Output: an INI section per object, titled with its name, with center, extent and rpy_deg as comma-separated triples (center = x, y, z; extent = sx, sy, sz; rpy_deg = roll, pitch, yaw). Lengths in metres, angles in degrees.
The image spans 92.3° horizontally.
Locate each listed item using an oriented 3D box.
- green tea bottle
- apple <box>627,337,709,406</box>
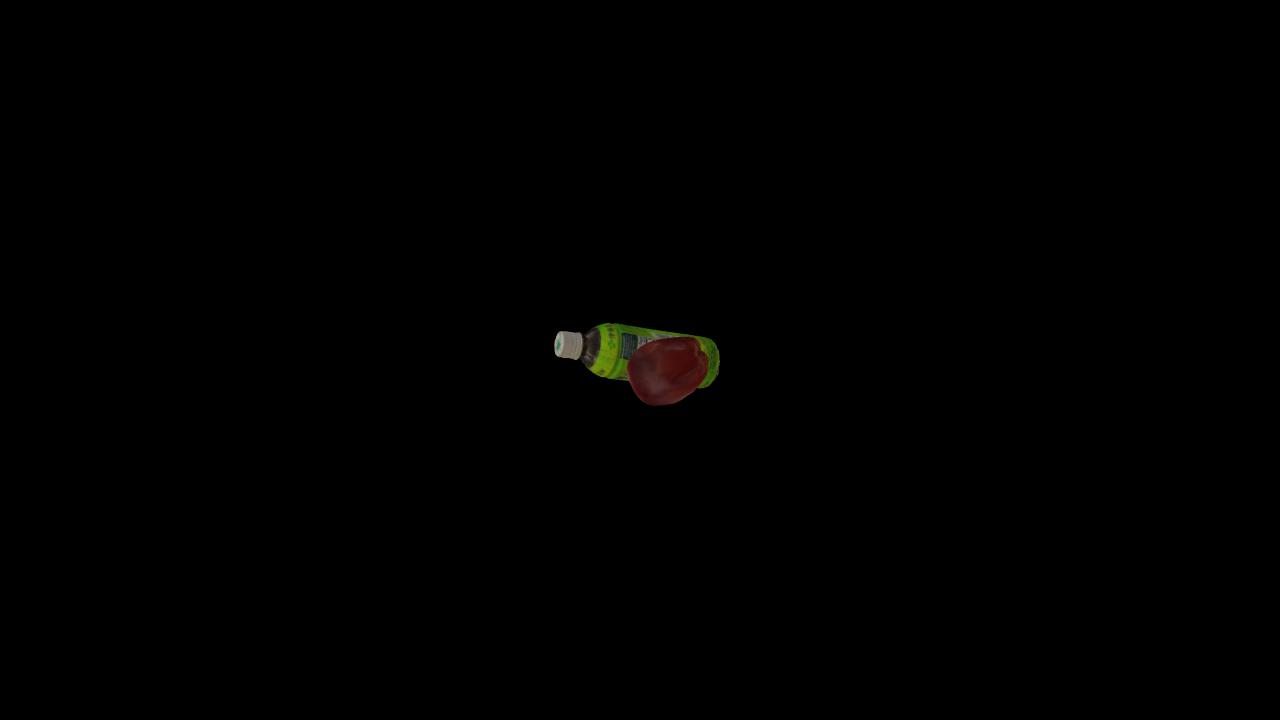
[green tea bottle]
center = -0.003, -0.008, 0.765
extent = 0.212, 0.073, 0.073
rpy_deg = 10, -5, -29
[apple]
center = 0.029, 0.011, 0.702
extent = 0.093, 0.079, 0.079
rpy_deg = -23, -10, 26
